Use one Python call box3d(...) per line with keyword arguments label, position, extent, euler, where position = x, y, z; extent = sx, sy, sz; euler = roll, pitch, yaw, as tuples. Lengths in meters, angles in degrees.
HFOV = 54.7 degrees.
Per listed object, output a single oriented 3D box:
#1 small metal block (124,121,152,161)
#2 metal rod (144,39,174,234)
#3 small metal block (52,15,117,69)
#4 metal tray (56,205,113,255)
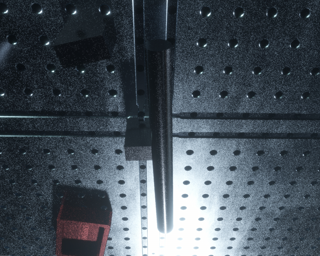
box3d(label="small metal block", position=(-0.019, 0.016, 0.409), extent=(0.050, 0.050, 0.025), euler=(-1, 130, 0))
box3d(label="metal rod", position=(0.003, 0.038, 0.378), extent=(0.025, 0.025, 0.298), euler=(-2, 131, 1))
box3d(label="small metal block", position=(-0.075, -0.089, 0.318), extent=(0.050, 0.050, 0.025), euler=(-10, 130, 8))
box3d(label="metal tray", position=(-0.142, 0.197, 0.573), extent=(0.091, 0.030, 0.129), euler=(10, 130, -9))
